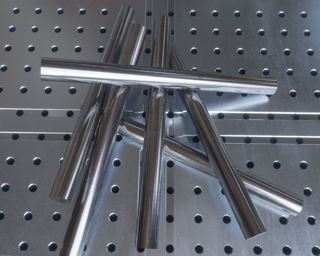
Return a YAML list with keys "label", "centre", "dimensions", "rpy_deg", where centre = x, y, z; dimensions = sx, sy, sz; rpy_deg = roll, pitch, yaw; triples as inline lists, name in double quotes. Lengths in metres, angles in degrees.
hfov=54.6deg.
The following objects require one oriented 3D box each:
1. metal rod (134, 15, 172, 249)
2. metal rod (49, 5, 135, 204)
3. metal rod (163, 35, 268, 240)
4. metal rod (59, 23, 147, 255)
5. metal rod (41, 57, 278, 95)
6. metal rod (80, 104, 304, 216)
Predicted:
- label: "metal rod"
  centre: [-0.006, -0.010, 0.387]
  dimensions: [0.025, 0.025, 0.299]
  rpy_deg: [4, 70, 1]
- label: "metal rod"
  centre: [-0.079, -0.051, 0.406]
  dimensions: [0.025, 0.025, 0.300]
  rpy_deg: [10, 61, 4]
- label: "metal rod"
  centre: [0.053, -0.010, 0.396]
  dimensions: [0.025, 0.025, 0.299]
  rpy_deg: [-19, 64, -7]
- label: "metal rod"
  centre: [-0.067, 0.010, 0.384]
  dimensions: [0.025, 0.025, 0.299]
  rpy_deg: [14, 79, 5]
- label: "metal rod"
  centre: [0.015, -0.061, 0.383]
  dimensions: [0.302, 0.025, 0.025]
  rpy_deg: [1, 69, -20]
- label: "metal rod"
  centre: [0.033, 0.034, 0.399]
  dimensions: [0.301, 0.025, 0.025]
  rpy_deg: [24, 72, 8]
